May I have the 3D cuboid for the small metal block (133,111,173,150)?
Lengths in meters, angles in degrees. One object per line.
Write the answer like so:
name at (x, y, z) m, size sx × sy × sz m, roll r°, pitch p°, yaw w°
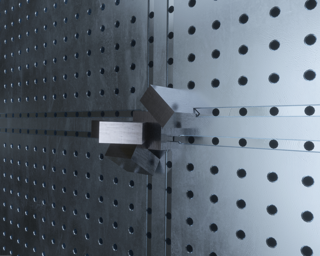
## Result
small metal block at (-0.010, 0.003, 0.419) m, size 0.050 × 0.025 × 0.050 m, roll 2°, pitch 91°, yaw 39°

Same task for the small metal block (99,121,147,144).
small metal block at (-0.044, 0.005, 0.385) m, size 0.050 × 0.050 × 0.025 m, roll 2°, pitch 92°, yaw 3°

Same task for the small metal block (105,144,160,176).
small metal block at (-0.037, 0.040, 0.422) m, size 0.050 × 0.050 × 0.025 m, roll 2°, pitch 60°, yaw 40°

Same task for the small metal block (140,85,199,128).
small metal block at (0.012, -0.026, 0.384) m, size 0.050 × 0.050 × 0.025 m, roll 51°, pitch 119°, yaw 28°

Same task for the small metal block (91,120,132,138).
small metal block at (-0.063, 0.002, 0.445) m, size 0.050 × 0.050 × 0.025 m, roll 2°, pitch 92°, yaw 40°
